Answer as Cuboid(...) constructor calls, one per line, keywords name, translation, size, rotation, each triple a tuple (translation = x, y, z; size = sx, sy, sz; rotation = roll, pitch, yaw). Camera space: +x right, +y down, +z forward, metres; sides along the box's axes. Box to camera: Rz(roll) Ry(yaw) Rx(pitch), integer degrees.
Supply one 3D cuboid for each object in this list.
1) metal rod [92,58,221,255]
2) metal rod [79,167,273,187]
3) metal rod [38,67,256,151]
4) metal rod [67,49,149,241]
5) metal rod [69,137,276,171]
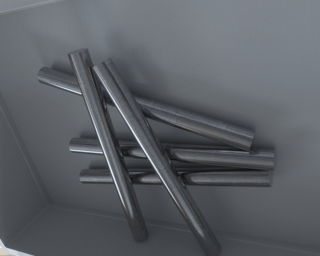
Cuboid(name="metal rod", translation=(0.003, 0.049, 0.401), size=(0.025, 0.025, 0.299), rotation=(-19, 109, 35))
Cuboid(name="metal rod", translation=(0.003, 0.070, 0.447), size=(0.300, 0.025, 0.025), rotation=(-5, 116, 30))
Cuboid(name="metal rod", translation=(-0.030, -0.030, 0.402), size=(0.301, 0.025, 0.025), rotation=(18, 126, 17))
Cuboid(name="metal rod", translation=(-0.064, 0.040, 0.430), size=(0.025, 0.025, 0.298), rotation=(0, 119, 28))
Cuboid(name="metal rod", translation=(-0.001, 0.032, 0.425), size=(0.301, 0.025, 0.025), rotation=(2, 119, 26))
